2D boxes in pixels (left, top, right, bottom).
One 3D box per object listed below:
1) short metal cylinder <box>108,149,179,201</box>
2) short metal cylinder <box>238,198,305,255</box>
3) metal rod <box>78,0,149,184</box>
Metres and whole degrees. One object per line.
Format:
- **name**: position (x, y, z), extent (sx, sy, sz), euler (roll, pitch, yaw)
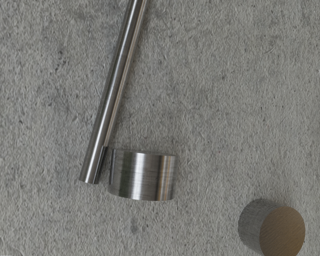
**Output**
- **short metal cylinder**: position (-0.020, 0.054, 0.373), extent (0.081, 0.080, 0.050), euler (7, 88, -20)
- **short metal cylinder**: position (0.164, 0.149, 0.457), extent (0.081, 0.050, 0.080), euler (0, 90, -20)
- **metal rod**: position (-0.049, -0.079, 0.390), extent (0.025, 0.025, 0.299), euler (16, 84, -20)
